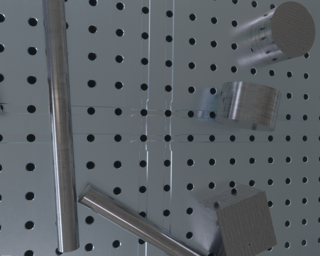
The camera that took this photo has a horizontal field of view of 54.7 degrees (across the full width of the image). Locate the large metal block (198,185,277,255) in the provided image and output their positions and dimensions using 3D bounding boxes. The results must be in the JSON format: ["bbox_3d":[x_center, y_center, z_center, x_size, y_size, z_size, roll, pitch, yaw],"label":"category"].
[{"bbox_3d":[0.110,0.135,0.440,0.081,0.050,0.080,-16,96,-19],"label":"large metal block"}]

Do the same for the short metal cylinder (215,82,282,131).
[{"bbox_3d":[0.121,-0.028,0.428,0.081,0.080,0.050,14,86,-20],"label":"short metal cylinder"}]

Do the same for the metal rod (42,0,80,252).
[{"bbox_3d":[-0.118,-0.005,0.369,0.025,0.025,0.298,-4,91,-20],"label":"metal rod"}]

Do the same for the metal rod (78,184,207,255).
[{"bbox_3d":[0.024,0.165,0.421,0.301,0.025,0.025,36,78,-17],"label":"metal rod"}]

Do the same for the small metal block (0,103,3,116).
[{"bbox_3d":[-0.206,-0.032,0.337,0.050,0.025,0.050,-16,96,-19],"label":"small metal block"}]

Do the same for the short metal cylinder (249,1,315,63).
[{"bbox_3d":[0.183,-0.142,0.467,0.081,0.050,0.079,0,90,-20],"label":"short metal cylinder"}]
